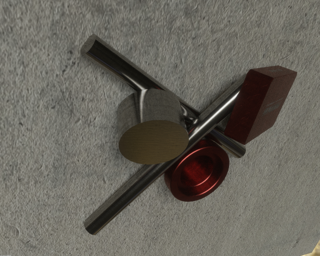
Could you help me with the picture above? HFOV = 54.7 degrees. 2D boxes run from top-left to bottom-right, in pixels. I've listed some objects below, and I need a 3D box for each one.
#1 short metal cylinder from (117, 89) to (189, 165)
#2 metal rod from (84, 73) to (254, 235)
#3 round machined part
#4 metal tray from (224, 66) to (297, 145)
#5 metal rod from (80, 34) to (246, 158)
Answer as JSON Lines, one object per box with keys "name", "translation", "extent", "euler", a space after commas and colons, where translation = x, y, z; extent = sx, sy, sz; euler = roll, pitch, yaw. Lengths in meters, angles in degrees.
{"name": "short metal cylinder", "translation": [-0.010, 0.000, 0.370], "extent": [0.081, 0.050, 0.080], "euler": [-6, 138, -5]}
{"name": "metal rod", "translation": [0.008, 0.041, 0.416], "extent": [0.300, 0.025, 0.025], "euler": [-43, 130, 10]}
{"name": "round machined part", "translation": [0.050, 0.058, 0.461], "extent": [0.099, 0.042, 0.097], "euler": [-14, 124, -21]}
{"name": "metal tray", "translation": [0.141, -0.036, 0.423], "extent": [0.131, 0.030, 0.089], "euler": [-19, 132, -53]}
{"name": "metal rod", "translation": [0.027, -0.024, 0.410], "extent": [0.301, 0.025, 0.025], "euler": [31, 101, -38]}
